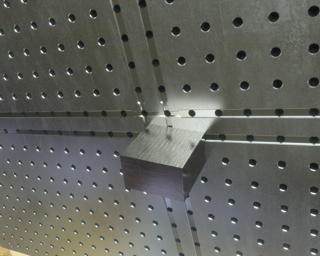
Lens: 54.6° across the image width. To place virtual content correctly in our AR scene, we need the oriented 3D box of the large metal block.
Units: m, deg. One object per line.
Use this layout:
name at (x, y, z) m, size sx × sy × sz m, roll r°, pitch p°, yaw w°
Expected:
large metal block at (0.007, 0.041, 0.398) m, size 0.080 × 0.080 × 0.050 m, roll 9°, pitch 122°, yaw 23°
